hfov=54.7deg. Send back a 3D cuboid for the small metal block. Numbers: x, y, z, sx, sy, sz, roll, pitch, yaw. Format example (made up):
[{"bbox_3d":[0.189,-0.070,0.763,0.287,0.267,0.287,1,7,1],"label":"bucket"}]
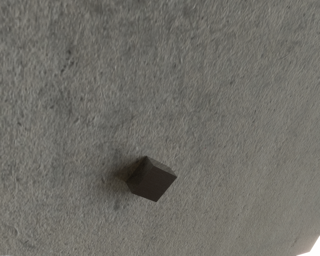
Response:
[{"bbox_3d":[-0.012,0.075,0.448,0.050,0.025,0.050,31,101,-39],"label":"small metal block"}]
